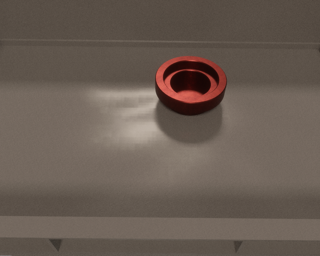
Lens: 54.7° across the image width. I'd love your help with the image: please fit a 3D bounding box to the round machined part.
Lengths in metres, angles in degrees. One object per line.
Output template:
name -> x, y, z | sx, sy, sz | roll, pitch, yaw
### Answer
round machined part -> 0.043, -0.056, 0.442 | 0.099, 0.042, 0.098 | 0, 50, 0
